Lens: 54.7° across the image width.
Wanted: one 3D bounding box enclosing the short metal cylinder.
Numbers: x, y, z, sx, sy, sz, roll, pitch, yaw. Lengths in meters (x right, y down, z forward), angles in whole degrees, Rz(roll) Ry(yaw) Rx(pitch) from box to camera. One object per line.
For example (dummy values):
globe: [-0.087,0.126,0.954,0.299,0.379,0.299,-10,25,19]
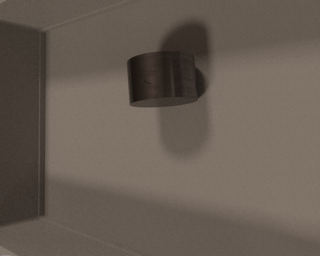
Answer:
short metal cylinder: [0.003,-0.055,0.367,0.080,0.081,0.050,-7,86,39]
